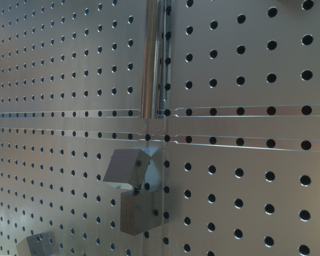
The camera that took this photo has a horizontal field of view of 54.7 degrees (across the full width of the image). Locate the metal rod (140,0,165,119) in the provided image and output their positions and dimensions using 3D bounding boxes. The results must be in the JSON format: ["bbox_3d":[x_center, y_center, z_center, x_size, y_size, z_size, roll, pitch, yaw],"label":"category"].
[{"bbox_3d":[-0.006,-0.162,0.412,0.025,0.025,0.298,6,94,39],"label":"metal rod"}]

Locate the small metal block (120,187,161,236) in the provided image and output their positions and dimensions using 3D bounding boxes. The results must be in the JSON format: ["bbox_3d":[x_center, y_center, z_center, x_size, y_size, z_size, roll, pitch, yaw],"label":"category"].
[{"bbox_3d":[-0.025,0.109,0.412,0.025,0.050,0.050,2,91,39],"label":"small metal block"}]

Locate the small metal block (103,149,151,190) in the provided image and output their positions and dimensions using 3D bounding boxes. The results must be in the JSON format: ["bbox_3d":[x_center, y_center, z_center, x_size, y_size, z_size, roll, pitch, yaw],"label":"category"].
[{"bbox_3d":[-0.046,0.057,0.431,0.050,0.025,0.050,-5,57,39],"label":"small metal block"}]

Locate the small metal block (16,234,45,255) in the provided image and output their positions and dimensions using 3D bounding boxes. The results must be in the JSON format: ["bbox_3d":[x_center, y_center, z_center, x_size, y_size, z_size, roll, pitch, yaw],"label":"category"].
[{"bbox_3d":[-0.260,0.248,0.620,0.050,0.025,0.050,-39,66,32],"label":"small metal block"}]
